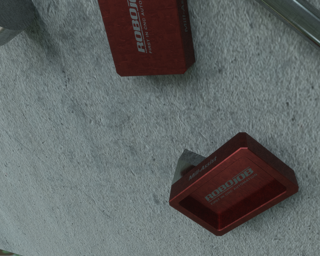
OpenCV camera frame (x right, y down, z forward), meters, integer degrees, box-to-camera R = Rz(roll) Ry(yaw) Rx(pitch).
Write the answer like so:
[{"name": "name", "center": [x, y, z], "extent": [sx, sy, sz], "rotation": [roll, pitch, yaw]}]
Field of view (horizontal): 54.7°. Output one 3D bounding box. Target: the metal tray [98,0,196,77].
[{"name": "metal tray", "center": [-0.017, -0.123, 0.335], "extent": [0.090, 0.030, 0.129], "rotation": [2, 120, 26]}]

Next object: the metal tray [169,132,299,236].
[{"name": "metal tray", "center": [0.085, 0.074, 0.378], "extent": [0.090, 0.030, 0.129], "rotation": [36, 122, -15]}]

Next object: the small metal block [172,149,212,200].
[{"name": "small metal block", "center": [0.048, 0.063, 0.420], "extent": [0.050, 0.025, 0.050], "rotation": [22, 127, 14]}]

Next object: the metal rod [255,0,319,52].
[{"name": "metal rod", "center": [0.140, -0.089, 0.277], "extent": [0.300, 0.025, 0.025], "rotation": [39, 129, 1]}]

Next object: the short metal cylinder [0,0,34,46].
[{"name": "short metal cylinder", "center": [-0.208, -0.149, 0.386], "extent": [0.050, 0.080, 0.080], "rotation": [-18, 109, 35]}]
